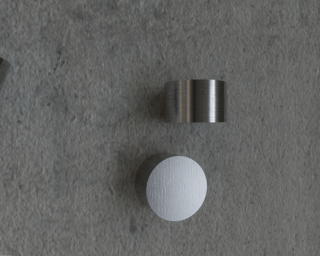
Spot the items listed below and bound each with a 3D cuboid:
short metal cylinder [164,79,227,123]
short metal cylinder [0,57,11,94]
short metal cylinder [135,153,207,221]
[{"bbox_3d":[0.045,-0.032,0.398,0.081,0.080,0.050,-1,91,-20],"label":"short metal cylinder"},{"bbox_3d":[-0.199,-0.056,0.306,0.080,0.080,0.050,20,83,-19],"label":"short metal cylinder"},{"bbox_3d":[0.013,0.074,0.402,0.081,0.050,0.079,0,90,-21],"label":"short metal cylinder"}]
